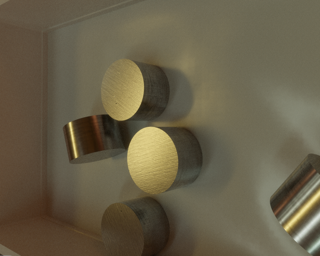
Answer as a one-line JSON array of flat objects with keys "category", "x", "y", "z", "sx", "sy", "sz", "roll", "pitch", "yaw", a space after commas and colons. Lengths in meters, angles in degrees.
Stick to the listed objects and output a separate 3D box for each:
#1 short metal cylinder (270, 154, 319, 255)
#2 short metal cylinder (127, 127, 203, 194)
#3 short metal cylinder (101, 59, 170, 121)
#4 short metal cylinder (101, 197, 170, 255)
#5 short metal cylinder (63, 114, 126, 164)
[{"category": "short metal cylinder", "x": 0.141, "y": 0.066, "z": 0.255, "sx": 0.080, "sy": 0.081, "sz": 0.050, "roll": 46, "pitch": 117, "yaw": 30}, {"category": "short metal cylinder", "x": 0.006, "y": 0.038, "z": 0.386, "sx": 0.080, "sy": 0.050, "sz": 0.080, "roll": 0, "pitch": 90, "yaw": 40}, {"category": "short metal cylinder", "x": -0.034, "y": -0.049, "z": 0.419, "sx": 0.080, "sy": 0.050, "sz": 0.080, "roll": 0, "pitch": 90, "yaw": 40}, {"category": "short metal cylinder", "x": -0.034, "y": 0.137, "z": 0.419, "sx": 0.080, "sy": 0.050, "sz": 0.080, "roll": 0, "pitch": 90, "yaw": 40}, {"category": "short metal cylinder", "x": -0.095, "y": 0.017, "z": 0.450, "sx": 0.080, "sy": 0.081, "sz": 0.050, "roll": -24, "pitch": 75, "yaw": 37}]
